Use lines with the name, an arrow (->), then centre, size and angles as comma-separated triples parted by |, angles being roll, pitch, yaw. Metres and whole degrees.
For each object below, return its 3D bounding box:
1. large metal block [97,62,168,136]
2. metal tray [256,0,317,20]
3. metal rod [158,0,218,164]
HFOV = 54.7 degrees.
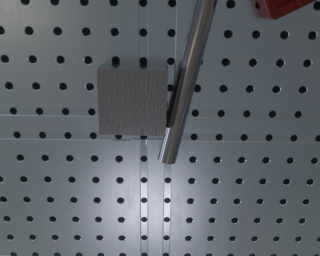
large metal block -> -0.032, -0.037, 0.386 | 0.081, 0.050, 0.079 | 2, 110, -1
metal tray -> 0.166, -0.190, 0.342 | 0.130, 0.030, 0.090 | -24, 109, 8
metal rod -> 0.041, -0.092, 0.379 | 0.025, 0.025, 0.298 | 11, 110, -4
